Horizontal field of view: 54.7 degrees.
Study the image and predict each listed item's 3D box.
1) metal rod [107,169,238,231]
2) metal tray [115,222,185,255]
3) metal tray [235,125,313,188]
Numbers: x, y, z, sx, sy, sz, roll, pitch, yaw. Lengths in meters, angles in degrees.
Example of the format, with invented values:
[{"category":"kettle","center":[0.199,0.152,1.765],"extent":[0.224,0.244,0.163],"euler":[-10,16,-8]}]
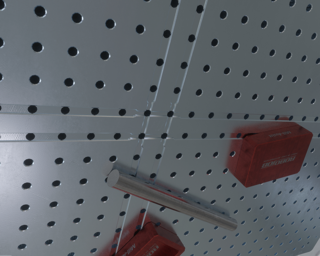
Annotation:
[{"category":"metal rod","center":[0.038,0.128,0.511],"extent":[0.301,0.025,0.025],"euler":[31,101,-38]},{"category":"metal tray","center":[-0.030,0.230,0.533],"extent":[0.130,0.030,0.090],"euler":[-46,129,3]},{"category":"metal tray","center":[0.201,0.049,0.548],"extent":[0.131,0.030,0.089],"euler":[-9,123,-24]}]
